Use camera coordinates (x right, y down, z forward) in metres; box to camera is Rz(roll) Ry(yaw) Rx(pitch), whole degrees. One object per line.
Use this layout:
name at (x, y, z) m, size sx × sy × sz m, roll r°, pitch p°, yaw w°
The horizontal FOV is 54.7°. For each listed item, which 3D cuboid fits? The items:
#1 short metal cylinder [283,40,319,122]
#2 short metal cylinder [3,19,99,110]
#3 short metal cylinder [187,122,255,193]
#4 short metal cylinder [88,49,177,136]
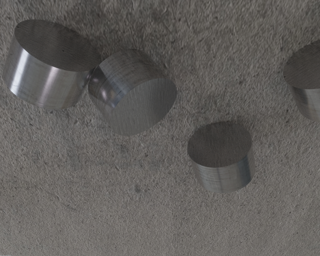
short metal cylinder at (0.180, -0.052, 0.328) m, size 0.080 × 0.080 × 0.050 m, roll -26°, pitch 125°, yaw 20°
short metal cylinder at (-0.110, -0.065, 0.315) m, size 0.080 × 0.080 × 0.050 m, roll 23°, pitch 126°, yaw -19°
short metal cylinder at (0.081, 0.037, 0.403) m, size 0.080 × 0.080 × 0.050 m, roll -12°, pitch 129°, yaw 10°
short metal cylinder at (-0.029, -0.037, 0.334) m, size 0.080 × 0.050 × 0.080 m, roll -28°, pitch 150°, yaw -18°
